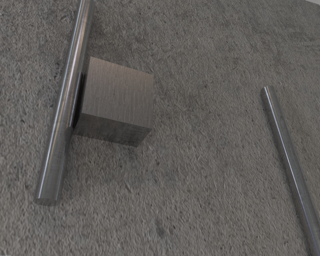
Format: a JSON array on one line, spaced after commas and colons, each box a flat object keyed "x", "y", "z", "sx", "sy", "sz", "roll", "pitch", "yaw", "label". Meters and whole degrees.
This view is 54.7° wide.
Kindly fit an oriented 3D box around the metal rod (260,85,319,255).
[{"x": 0.204, "y": 0.063, "z": 0.475, "sx": 0.025, "sy": 0.025, "sz": 0.299, "roll": 8, "pitch": 58, "yaw": -24, "label": "metal rod"}]

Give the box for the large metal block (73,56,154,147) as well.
[{"x": -0.055, "y": -0.030, "z": 0.376, "sx": 0.081, "sy": 0.050, "sz": 0.080, "roll": 13, "pitch": 56, "yaw": -21, "label": "large metal block"}]

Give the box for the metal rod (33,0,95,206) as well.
[{"x": -0.109, "y": -0.056, "z": 0.378, "sx": 0.025, "sy": 0.025, "sz": 0.299, "roll": 14, "pitch": 56, "yaw": -21, "label": "metal rod"}]
